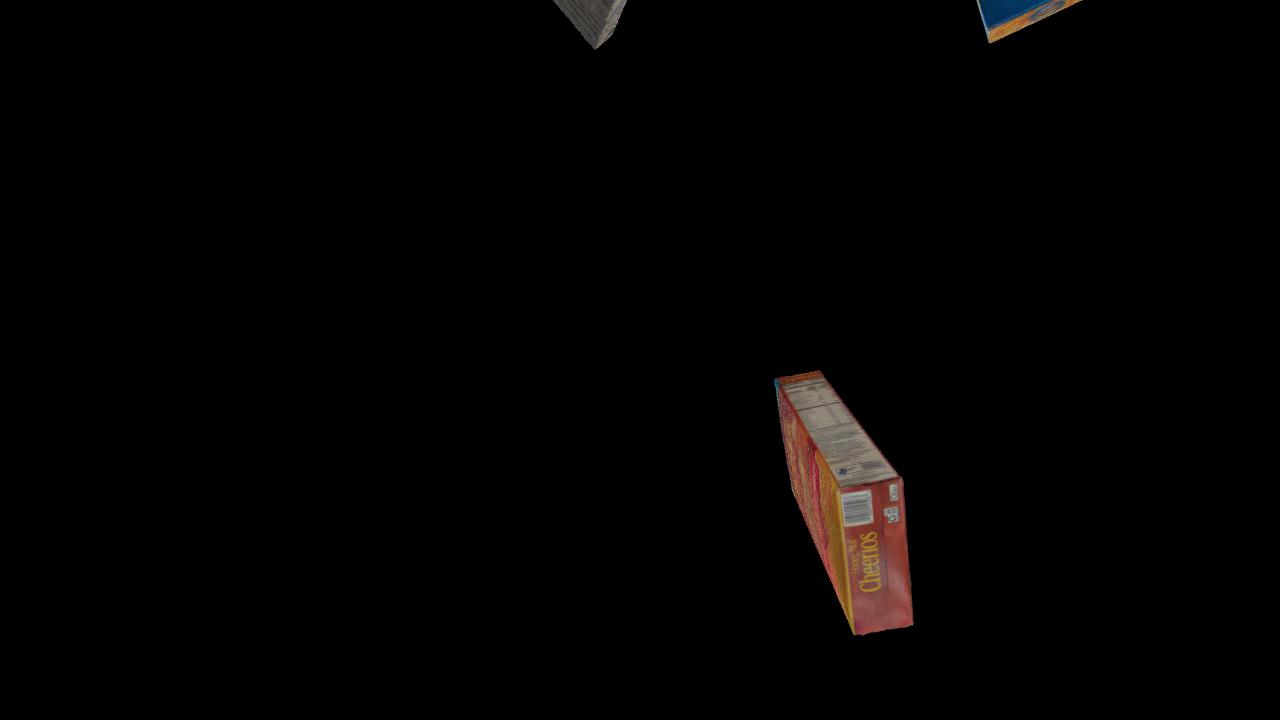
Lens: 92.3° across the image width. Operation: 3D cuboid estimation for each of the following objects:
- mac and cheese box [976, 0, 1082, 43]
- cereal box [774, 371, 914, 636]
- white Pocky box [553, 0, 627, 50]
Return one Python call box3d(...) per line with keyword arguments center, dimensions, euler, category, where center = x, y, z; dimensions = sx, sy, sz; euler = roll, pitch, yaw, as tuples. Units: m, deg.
box3d(center=(0.322, -0.383, 0.526), dimensions=(0.093, 0.184, 0.041), euler=(-16, -5, 31), category="mac and cheese box")
box3d(center=(0.252, 0.163, 0.799), dimensions=(0.081, 0.203, 0.306), euler=(-12, 21, 3), category="cereal box")
box3d(center=(-0.042, -0.321, 0.494), dimensions=(0.028, 0.084, 0.154), euler=(-44, 12, -8), category="white Pocky box")
